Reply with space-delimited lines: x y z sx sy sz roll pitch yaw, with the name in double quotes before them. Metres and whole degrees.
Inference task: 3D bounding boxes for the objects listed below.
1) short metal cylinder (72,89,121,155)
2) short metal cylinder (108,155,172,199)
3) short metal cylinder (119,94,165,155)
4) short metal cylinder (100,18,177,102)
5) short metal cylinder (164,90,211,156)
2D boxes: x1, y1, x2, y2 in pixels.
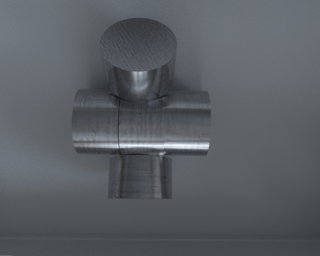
"short metal cylinder" -0.071 -0.007 0.377 0.050 0.080 0.079 1 110 0
"short metal cylinder" -0.025 0.065 0.396 0.081 0.080 0.050 0 76 0
"short metal cylinder" -0.020 -0.006 0.377 0.050 0.080 0.079 1 110 0
"short metal cylinder" -0.023 -0.076 0.344 0.081 0.080 0.050 2 148 -1
"short metal cylinder" 0.031 -0.006 0.378 0.050 0.080 0.079 1 110 0
